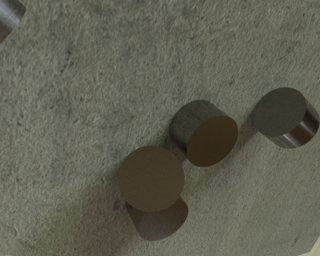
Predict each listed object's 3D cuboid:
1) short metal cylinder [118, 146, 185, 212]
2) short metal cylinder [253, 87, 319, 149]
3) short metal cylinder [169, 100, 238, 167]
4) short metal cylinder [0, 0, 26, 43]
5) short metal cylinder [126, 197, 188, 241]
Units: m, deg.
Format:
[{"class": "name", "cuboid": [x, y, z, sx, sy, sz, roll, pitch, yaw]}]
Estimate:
[{"class": "short metal cylinder", "cuboid": [-0.012, 0.063, 0.399, 0.081, 0.050, 0.080, 0, 87, -4]}, {"class": "short metal cylinder", "cuboid": [0.190, -0.015, 0.469, 0.050, 0.080, 0.080, 30, 102, -38]}, {"class": "short metal cylinder", "cuboid": [0.060, 0.007, 0.430, 0.081, 0.050, 0.079, -14, 125, -21]}, {"class": "short metal cylinder", "cuboid": [-0.152, -0.086, 0.235, 0.080, 0.080, 0.050, -41, 130, 0]}, {"class": "short metal cylinder", "cuboid": [-0.005, 0.121, 0.465, 0.081, 0.050, 0.079, -14, 125, -21]}]
